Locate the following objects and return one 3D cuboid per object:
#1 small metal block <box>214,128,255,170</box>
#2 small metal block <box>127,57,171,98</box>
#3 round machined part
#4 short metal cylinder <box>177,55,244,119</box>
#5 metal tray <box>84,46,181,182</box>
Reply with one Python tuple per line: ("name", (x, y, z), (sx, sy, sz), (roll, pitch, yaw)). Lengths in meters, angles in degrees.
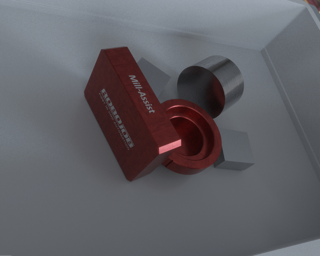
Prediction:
("small metal block", (0.102, 0.031, 0.442), (0.050, 0.025, 0.050), (8, 58, -23))
("small metal block", (-0.020, -0.063, 0.433), (0.050, 0.025, 0.050), (34, 52, -5))
("round machined part", (0.026, 0.015, 0.398), (0.099, 0.042, 0.098), (14, 56, -21))
("short metal cylinder", (0.072, -0.058, 0.445), (0.050, 0.080, 0.080), (-33, 81, -38))
("metal tray", (-0.037, -0.014, 0.352), (0.030, 0.090, 0.130), (-19, 72, -35))
